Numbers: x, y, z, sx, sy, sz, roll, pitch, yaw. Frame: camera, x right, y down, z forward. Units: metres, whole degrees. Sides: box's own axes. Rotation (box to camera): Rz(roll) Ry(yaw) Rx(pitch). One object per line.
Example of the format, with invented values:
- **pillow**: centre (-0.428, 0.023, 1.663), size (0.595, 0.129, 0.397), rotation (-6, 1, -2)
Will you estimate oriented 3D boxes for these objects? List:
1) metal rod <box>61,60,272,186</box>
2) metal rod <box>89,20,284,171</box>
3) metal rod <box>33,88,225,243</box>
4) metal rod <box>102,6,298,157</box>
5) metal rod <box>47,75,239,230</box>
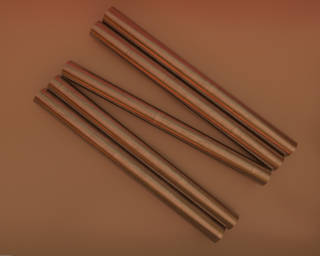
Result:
- **metal rod**: centre (0.009, -0.006, 0.410), size (0.301, 0.025, 0.025), rotation (29, 90, 0)
- **metal rod**: centre (0.036, -0.042, 0.410), size (0.301, 0.025, 0.025), rotation (36, 90, 0)
- **metal rod**: centre (-0.040, 0.049, 0.410), size (0.300, 0.025, 0.025), rotation (38, 90, 0)
- **metal rod**: centre (0.053, -0.061, 0.410), size (0.301, 0.025, 0.025), rotation (36, 90, 0)
- **metal rod**: centre (-0.022, 0.032, 0.410), size (0.300, 0.025, 0.025), rotation (38, 90, 0)
